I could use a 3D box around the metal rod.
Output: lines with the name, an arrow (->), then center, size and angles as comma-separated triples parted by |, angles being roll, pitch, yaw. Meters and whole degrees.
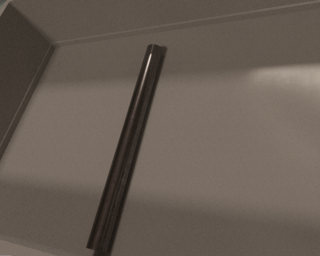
metal rod -> -0.040, 0.009, 0.419 | 0.025, 0.025, 0.300 | 0, 61, 28
